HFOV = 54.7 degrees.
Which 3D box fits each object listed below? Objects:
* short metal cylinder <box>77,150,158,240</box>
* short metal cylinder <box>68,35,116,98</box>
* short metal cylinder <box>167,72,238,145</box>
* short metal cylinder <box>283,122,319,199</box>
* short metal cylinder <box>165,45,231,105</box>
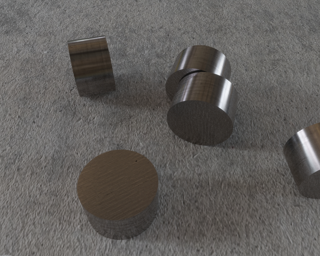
[{"bbox_3d":[-0.042,0.070,0.328,0.080,0.050,0.080,0,50,0],"label":"short metal cylinder"},{"bbox_3d":[-0.096,-0.087,0.440,0.050,0.080,0.080,-12,51,-10],"label":"short metal cylinder"},{"bbox_3d":[0.054,-0.023,0.387,0.080,0.080,0.050,12,51,10],"label":"short metal cylinder"},{"bbox_3d":[0.184,0.036,0.338,0.081,0.080,0.050,-3,50,-3],"label":"short metal cylinder"},{"bbox_3d":[0.053,-0.065,0.422,0.080,0.080,0.050,13,51,10],"label":"short metal cylinder"}]
